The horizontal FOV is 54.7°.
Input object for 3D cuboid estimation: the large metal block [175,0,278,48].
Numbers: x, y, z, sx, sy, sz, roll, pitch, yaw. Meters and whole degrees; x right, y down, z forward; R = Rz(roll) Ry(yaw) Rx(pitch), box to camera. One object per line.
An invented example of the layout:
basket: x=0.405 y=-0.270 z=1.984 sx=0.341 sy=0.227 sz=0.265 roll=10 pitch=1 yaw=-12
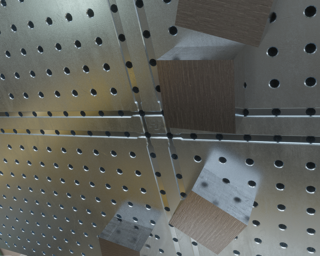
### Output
large metal block: x=0.066 y=-0.128 z=0.280 sx=0.080 sy=0.050 sz=0.079 roll=20 pitch=126 yaw=15

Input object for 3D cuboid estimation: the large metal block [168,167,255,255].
large metal block: x=0.070 y=0.115 z=0.428 sx=0.080 sy=0.050 sz=0.079 roll=32 pitch=128 yaw=7

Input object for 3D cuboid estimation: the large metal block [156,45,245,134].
large metal block: x=0.048 y=-0.044 z=0.342 sx=0.080 sy=0.050 sz=0.079 roll=5 pitch=121 yaw=25

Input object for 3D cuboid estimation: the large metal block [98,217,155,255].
large metal block: x=-0.058 y=0.217 z=0.558 sx=0.080 sy=0.050 sz=0.079 roll=11 pitch=123 yaw=22
